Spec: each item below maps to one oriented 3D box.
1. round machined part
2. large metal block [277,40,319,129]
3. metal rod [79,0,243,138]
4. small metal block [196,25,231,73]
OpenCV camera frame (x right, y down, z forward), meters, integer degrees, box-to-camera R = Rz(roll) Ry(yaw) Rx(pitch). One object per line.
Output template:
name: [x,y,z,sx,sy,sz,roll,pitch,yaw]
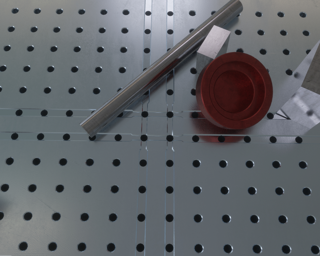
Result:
round machined part: [0.094,-0.047,0.409,0.099,0.042,0.097,0,89,-12]
large metal block: [0.205,-0.057,0.405,0.050,0.080,0.080,27,72,9]
metal rod: [0.010,-0.093,0.445,0.301,0.025,0.025,-42,75,-14]
small metal block: [0.074,-0.106,0.437,0.025,0.050,0.050,27,72,14]
